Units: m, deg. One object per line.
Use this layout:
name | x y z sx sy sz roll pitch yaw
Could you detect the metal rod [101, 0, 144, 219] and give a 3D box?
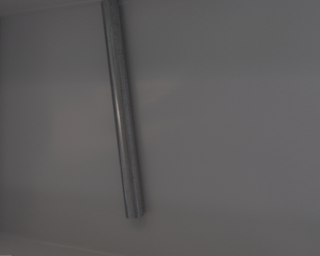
metal rod | -0.052 -0.028 0.429 0.025 0.025 0.299 -8 87 20
